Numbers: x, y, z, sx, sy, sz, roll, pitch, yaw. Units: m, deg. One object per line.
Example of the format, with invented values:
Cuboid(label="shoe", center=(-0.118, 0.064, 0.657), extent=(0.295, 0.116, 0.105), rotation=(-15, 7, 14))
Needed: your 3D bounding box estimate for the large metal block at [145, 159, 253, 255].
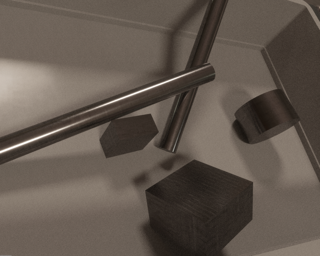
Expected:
Cuboid(label="large metal block", center=(0.043, 0.084, 0.336), extent=(0.081, 0.080, 0.050), rotation=(-26, 121, -37))

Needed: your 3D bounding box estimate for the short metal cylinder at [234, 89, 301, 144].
Cuboid(label="short metal cylinder", center=(0.161, -0.016, 0.470), extent=(0.081, 0.080, 0.050), rotation=(-11, 68, -33))

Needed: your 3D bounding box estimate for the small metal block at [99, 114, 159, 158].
Cuboid(label="small metal block", center=(-0.037, 0.010, 0.365), extent=(0.050, 0.050, 0.025), rotation=(-11, 68, -33))

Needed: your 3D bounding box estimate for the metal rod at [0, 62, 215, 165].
Cuboid(label="metal rod", center=(-0.065, -0.016, 0.337), extent=(0.302, 0.025, 0.025), rotation=(-23, 74, -23))

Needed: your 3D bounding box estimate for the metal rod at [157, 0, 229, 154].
Cuboid(label="metal rod", center=(0.058, -0.110, 0.422), extent=(0.025, 0.025, 0.299), rotation=(22, 80, -15))
